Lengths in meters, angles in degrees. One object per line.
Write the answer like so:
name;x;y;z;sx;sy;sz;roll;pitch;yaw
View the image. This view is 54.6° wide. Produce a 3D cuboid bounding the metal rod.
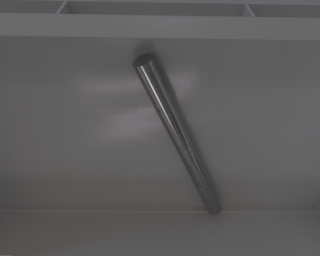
metal rod;0.037;0.030;0.434;0.025;0.025;0.299;-17;128;14
